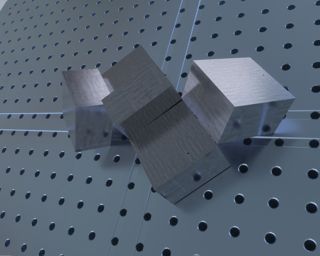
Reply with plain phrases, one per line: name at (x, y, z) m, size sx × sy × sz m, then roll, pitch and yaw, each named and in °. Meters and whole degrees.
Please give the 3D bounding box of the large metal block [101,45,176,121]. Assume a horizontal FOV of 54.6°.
large metal block at (-0.032, -0.059, 0.446) m, size 0.080 × 0.050 × 0.080 m, roll -37°, pitch 52°, yaw 5°

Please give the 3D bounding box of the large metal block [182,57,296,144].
large metal block at (0.083, -0.034, 0.343) m, size 0.081 × 0.050 × 0.080 m, roll -9°, pitch 47°, yaw -26°

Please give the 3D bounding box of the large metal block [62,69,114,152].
large metal block at (-0.103, -0.026, 0.435) m, size 0.050 × 0.079 × 0.080 m, roll -10°, pitch 47°, yaw -25°

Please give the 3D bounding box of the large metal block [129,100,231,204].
large metal block at (0.022, 0.028, 0.364) m, size 0.080 × 0.050 × 0.080 m, roll -35°, pitch 50°, yaw 5°

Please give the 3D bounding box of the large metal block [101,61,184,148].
large metal block at (-0.013, -0.023, 0.394) m, size 0.080 × 0.080 × 0.050 m, roll -36°, pitch 52°, yaw 4°
